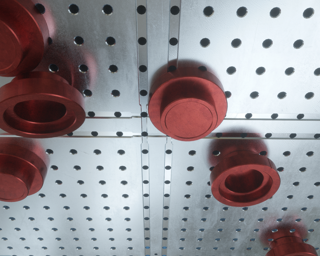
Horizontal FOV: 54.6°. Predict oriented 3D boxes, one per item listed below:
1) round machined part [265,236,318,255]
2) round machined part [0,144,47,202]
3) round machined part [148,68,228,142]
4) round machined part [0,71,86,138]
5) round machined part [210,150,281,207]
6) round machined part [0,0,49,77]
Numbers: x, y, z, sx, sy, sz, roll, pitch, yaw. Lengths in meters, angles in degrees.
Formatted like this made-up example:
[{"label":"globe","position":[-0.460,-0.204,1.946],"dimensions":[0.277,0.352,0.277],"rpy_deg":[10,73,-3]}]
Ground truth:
[{"label":"round machined part","position":[0.259,0.252,0.617],"dimensions":[0.099,0.042,0.097],"rpy_deg":[0,130,0]},{"label":"round machined part","position":[-0.224,0.073,0.461],"dimensions":[0.099,0.042,0.097],"rpy_deg":[0,130,0]},{"label":"round machined part","position":[0.034,-0.021,0.382],"dimensions":[0.099,0.042,0.097],"rpy_deg":[0,130,0]},{"label":"round machined part","position":[-0.138,-0.029,0.359],"dimensions":[0.099,0.042,0.098],"rpy_deg":[-9,153,-5]},{"label":"round machined part","position":[0.123,0.071,0.462],"dimensions":[0.099,0.042,0.097],"rpy_deg":[0,130,0]},{"label":"round machined part","position":[-0.170,-0.094,0.319],"dimensions":[0.099,0.042,0.097],"rpy_deg":[0,130,0]}]
